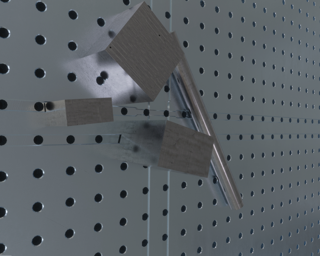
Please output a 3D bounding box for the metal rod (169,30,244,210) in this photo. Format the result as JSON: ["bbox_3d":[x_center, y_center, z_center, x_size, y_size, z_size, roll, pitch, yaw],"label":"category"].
[{"bbox_3d":[0.068,0.001,0.466,0.025,0.025,0.299,-39,114,-33],"label":"metal rod"}]

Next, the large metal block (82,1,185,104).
[{"bbox_3d":[-0.029,-0.086,0.369,0.080,0.050,0.080,46,63,-31],"label":"large metal block"}]

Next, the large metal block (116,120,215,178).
[{"bbox_3d":[0.006,0.025,0.379,0.080,0.080,0.050,19,78,-39],"label":"large metal block"}]

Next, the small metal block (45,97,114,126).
[{"bbox_3d":[-0.084,-0.017,0.323,0.050,0.050,0.025,-8,95,-40],"label":"small metal block"}]
